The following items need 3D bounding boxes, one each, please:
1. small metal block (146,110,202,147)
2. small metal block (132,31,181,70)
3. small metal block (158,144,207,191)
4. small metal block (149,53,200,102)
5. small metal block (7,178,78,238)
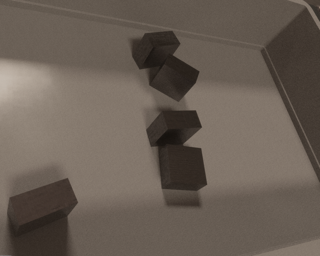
[{"bbox_3d":[0.017,0.001,0.400,0.050,0.050,0.025,-3,63,-30],"label":"small metal block"},{"bbox_3d":[-0.006,-0.115,0.458,0.050,0.050,0.025,-18,72,-35],"label":"small metal block"},{"bbox_3d":[0.028,0.050,0.392,0.050,0.025,0.050,9,58,-24],"label":"small metal block"},{"bbox_3d":[0.020,-0.071,0.446,0.050,0.050,0.025,29,52,-10],"label":"small metal block"},{"bbox_3d":[-0.110,0.074,0.286,0.050,0.050,0.025,-17,71,-35],"label":"small metal block"}]
